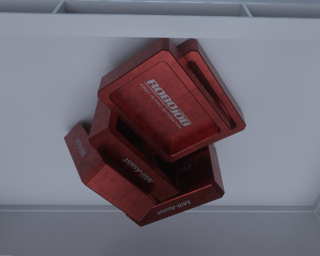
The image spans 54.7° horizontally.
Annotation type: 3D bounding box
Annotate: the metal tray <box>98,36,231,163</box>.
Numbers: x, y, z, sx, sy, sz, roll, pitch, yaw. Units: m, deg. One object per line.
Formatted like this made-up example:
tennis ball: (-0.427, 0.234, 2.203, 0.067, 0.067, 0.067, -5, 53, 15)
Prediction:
metal tray: (0.008, -0.024, 0.344, 0.090, 0.030, 0.130, -29, 124, 22)

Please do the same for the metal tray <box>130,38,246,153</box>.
metal tray: (0.036, -0.032, 0.379, 0.090, 0.030, 0.130, -26, 125, 22)

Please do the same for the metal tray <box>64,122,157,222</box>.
metal tray: (-0.065, 0.049, 0.381, 0.030, 0.130, 0.090, -47, 121, -3)

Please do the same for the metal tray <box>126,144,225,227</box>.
metal tray: (0.017, 0.072, 0.426, 0.130, 0.090, 0.030, -26, 126, 20)

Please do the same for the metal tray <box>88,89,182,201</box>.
metal tray: (-0.024, 0.019, 0.379, 0.030, 0.090, 0.130, -30, 124, 22)
